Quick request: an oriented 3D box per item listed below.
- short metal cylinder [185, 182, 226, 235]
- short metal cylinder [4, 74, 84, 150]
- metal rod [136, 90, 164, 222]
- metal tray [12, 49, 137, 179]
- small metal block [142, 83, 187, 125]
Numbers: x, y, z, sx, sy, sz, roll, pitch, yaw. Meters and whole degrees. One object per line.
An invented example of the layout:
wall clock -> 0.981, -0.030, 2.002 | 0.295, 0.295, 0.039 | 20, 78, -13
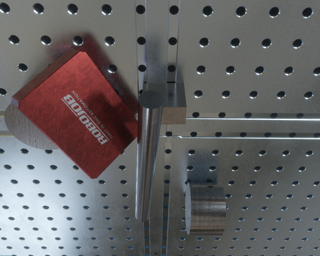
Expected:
short metal cylinder -> 0.069, 0.125, 0.483 | 0.050, 0.080, 0.079 | 1, 130, -1
short metal cylinder -> -0.138, -0.019, 0.377 | 0.081, 0.050, 0.079 | 0, 130, 0
metal rod -> -0.020, 0.062, 0.424 | 0.025, 0.025, 0.298 | 3, 143, -3
metal tray -> -0.089, -0.014, 0.361 | 0.090, 0.030, 0.130 | -47, 127, -17
small metal block -> 0.005, -0.030, 0.370 | 0.050, 0.050, 0.025 | -1, 130, 0
